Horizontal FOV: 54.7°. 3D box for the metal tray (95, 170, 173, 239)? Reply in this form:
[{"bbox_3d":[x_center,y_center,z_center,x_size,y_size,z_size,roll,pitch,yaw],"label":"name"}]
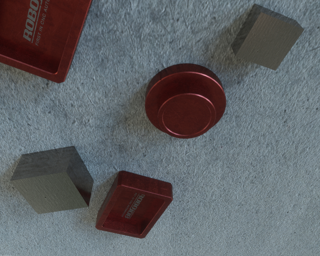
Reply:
[{"bbox_3d":[-0.045,0.131,0.514,0.091,0.030,0.129,18,128,-15],"label":"metal tray"}]

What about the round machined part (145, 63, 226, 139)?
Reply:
[{"bbox_3d":[0.031,-0.025,0.375,0.099,0.042,0.097,-1,130,0],"label":"round machined part"}]

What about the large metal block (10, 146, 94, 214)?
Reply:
[{"bbox_3d":[-0.153,0.078,0.455,0.080,0.050,0.080,-10,130,8],"label":"large metal block"}]

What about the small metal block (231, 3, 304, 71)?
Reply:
[{"bbox_3d":[0.112,-0.095,0.328,0.050,0.025,0.050,16,128,-14],"label":"small metal block"}]

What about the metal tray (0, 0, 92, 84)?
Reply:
[{"bbox_3d":[-0.120,-0.115,0.303,0.091,0.030,0.129,20,127,-17],"label":"metal tray"}]
